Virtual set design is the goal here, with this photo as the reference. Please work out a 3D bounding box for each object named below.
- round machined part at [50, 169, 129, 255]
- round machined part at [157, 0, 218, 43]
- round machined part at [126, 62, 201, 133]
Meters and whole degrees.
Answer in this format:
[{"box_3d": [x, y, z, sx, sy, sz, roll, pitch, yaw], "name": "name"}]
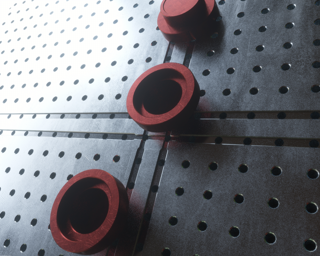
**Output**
[{"box_3d": [-0.080, 0.103, 0.377, 0.098, 0.042, 0.098, -13, 56, 21], "name": "round machined part"}, {"box_3d": [0.039, -0.186, 0.492, 0.098, 0.042, 0.098, -13, 56, 21], "name": "round machined part"}, {"box_3d": [0.008, -0.037, 0.417, 0.098, 0.042, 0.098, -13, 56, 21], "name": "round machined part"}]
